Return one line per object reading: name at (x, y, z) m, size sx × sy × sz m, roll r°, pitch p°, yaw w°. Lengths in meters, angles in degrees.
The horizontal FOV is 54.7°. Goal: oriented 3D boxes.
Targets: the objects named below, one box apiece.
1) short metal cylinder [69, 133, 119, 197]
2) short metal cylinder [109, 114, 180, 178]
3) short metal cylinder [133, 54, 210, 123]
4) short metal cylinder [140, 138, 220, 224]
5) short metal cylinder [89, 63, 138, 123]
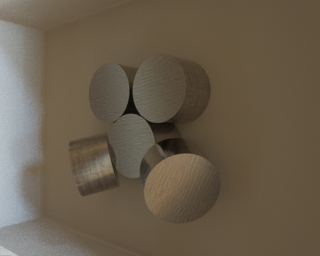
short metal cylinder at (-0.091, 0.050, 0.434) m, size 0.050 × 0.080 × 0.080 m, roll -14°, pitch 78°, yaw -6°
short metal cylinder at (-0.020, 0.022, 0.401) m, size 0.080 × 0.050 × 0.079 m, roll 0°, pitch 90°, yaw 39°
short metal cylinder at (0.013, -0.046, 0.376) m, size 0.080 × 0.050 × 0.079 m, roll 0°, pitch 90°, yaw 39°
short metal cylinder at (0.020, 0.057, 0.343) m, size 0.050 × 0.081 × 0.079 m, roll -120°, pitch 44°, yaw -72°
short metal cylinder at (-0.053, -0.046, 0.428) m, size 0.080 × 0.050 × 0.079 m, roll 0°, pitch 90°, yaw 39°
